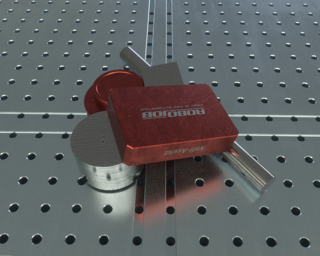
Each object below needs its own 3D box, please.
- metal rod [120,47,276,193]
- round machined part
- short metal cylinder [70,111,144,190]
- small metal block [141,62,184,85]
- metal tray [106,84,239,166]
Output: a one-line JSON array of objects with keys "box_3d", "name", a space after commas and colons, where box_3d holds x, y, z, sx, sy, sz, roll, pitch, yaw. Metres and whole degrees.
[{"box_3d": [0.034, -0.029, 0.427, 0.025, 0.025, 0.300, -29, 56, -22], "name": "metal rod"}, {"box_3d": [-0.055, -0.044, 0.426, 0.099, 0.042, 0.098, -1, 50, 1], "name": "round machined part"}, {"box_3d": [-0.059, 0.025, 0.364, 0.081, 0.050, 0.080, 0, 50, 0], "name": "short metal cylinder"}, {"box_3d": [0.004, -0.061, 0.423, 0.050, 0.025, 0.050, -11, 53, -3], "name": "small metal block"}, {"box_3d": [0.013, -0.009, 0.357, 0.131, 0.030, 0.090, -6, 49, -22], "name": "metal tray"}]
